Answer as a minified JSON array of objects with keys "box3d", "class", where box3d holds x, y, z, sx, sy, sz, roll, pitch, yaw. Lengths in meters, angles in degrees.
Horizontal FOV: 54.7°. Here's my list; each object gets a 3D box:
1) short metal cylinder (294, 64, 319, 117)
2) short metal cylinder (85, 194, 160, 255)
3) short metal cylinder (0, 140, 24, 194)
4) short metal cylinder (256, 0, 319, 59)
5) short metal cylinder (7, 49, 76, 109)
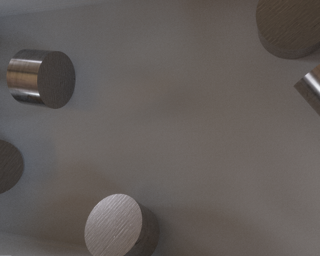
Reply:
[{"box3d":[0.187,-0.049,0.316,0.080,0.080,0.050,-39,78,15],"class":"short metal cylinder"},{"box3d":[-0.047,0.131,0.395,0.080,0.050,0.080,-13,54,20],"class":"short metal cylinder"},{"box3d":[-0.246,0.057,0.460,0.081,0.050,0.080,2,84,-22],"class":"short metal cylinder"},{"box3d":[0.150,-0.121,0.344,0.080,0.050,0.079,0,90,19],"class":"short metal cylinder"},{"box3d":[-0.165,-0.070,0.438,0.050,0.080,0.079,9,93,19],"class":"short metal cylinder"}]
